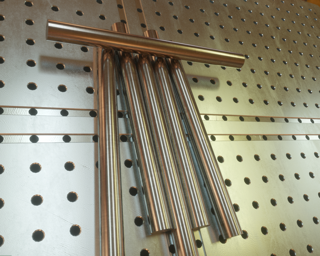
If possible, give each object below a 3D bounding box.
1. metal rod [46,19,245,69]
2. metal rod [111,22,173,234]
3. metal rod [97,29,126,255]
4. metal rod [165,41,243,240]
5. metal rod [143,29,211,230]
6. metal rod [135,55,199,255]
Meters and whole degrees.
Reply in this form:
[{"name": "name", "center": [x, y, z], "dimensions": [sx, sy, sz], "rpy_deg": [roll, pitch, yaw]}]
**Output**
[{"name": "metal rod", "center": [-0.002, -0.115, 0.444], "dimensions": [0.302, 0.025, 0.025], "rpy_deg": [2, 61, -27]}, {"name": "metal rod", "center": [-0.030, -0.018, 0.403], "dimensions": [0.025, 0.025, 0.299], "rpy_deg": [1, 61, -28]}, {"name": "metal rod", "center": [-0.062, -0.002, 0.374], "dimensions": [0.025, 0.025, 0.299], "rpy_deg": [7, 59, -25]}, {"name": "metal rod", "center": [0.050, 0.000, 0.435], "dimensions": [0.025, 0.025, 0.299], "rpy_deg": [-2, 63, -29]}, {"name": "metal rod", "center": [0.016, -0.015, 0.427], "dimensions": [0.025, 0.025, 0.299], "rpy_deg": [1, 61, -28]}, {"name": "metal rod", "center": [0.005, 0.031, 0.391], "dimensions": [0.025, 0.025, 0.299], "rpy_deg": [1, 62, -28]}]
